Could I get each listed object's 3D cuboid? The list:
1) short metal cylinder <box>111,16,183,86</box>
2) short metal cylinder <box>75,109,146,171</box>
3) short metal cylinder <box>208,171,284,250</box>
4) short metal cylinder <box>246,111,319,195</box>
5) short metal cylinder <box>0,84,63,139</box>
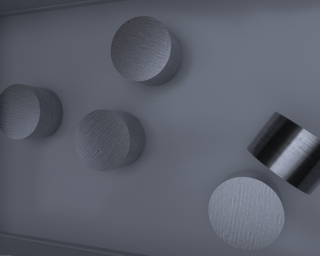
[{"bbox_3d":[-0.016,-0.097,0.403,0.080,0.050,0.080,0,90,20],"label":"short metal cylinder"},{"bbox_3d":[-0.066,0.016,0.421,0.080,0.050,0.080,0,90,20],"label":"short metal cylinder"},{"bbox_3d":[0.101,0.093,0.361,0.080,0.050,0.080,0,90,20],"label":"short metal cylinder"},{"bbox_3d":[0.142,0.025,0.331,0.080,0.080,0.050,38,102,16],"label":"short metal cylinder"},{"bbox_3d":[-0.196,-0.024,0.466,0.080,0.050,0.080,0,90,20],"label":"short metal cylinder"}]
